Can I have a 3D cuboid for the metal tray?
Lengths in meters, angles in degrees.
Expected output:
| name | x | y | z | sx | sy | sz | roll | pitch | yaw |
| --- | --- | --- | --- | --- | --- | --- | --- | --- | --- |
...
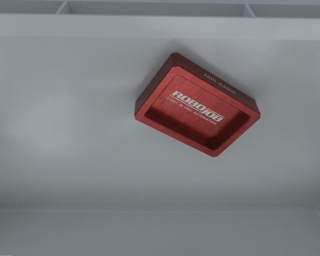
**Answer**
| name | x | y | z | sx | sy | sz | roll | pitch | yaw |
| --- | --- | --- | --- | --- | --- | --- | --- | --- | --- |
| metal tray | 0.046 | -0.023 | 0.386 | 0.131 | 0.030 | 0.090 | 26 | 125 | -21 |
